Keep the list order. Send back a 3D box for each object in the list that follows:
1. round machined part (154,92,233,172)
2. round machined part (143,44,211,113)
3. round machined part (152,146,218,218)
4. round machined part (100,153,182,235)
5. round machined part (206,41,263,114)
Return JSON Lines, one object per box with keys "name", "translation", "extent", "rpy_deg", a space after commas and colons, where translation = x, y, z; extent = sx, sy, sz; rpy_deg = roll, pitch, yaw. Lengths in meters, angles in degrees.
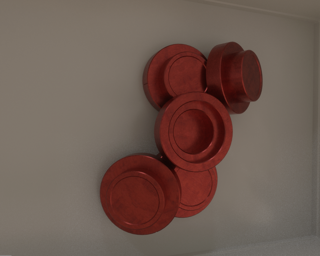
{"name": "round machined part", "translation": [0.039, 0.005, 0.392], "extent": [0.099, 0.042, 0.097], "rpy_deg": [0, 90, -21]}
{"name": "round machined part", "translation": [0.030, -0.063, 0.411], "extent": [0.099, 0.042, 0.097], "rpy_deg": [0, 90, -21]}
{"name": "round machined part", "translation": [0.035, 0.072, 0.414], "extent": [0.099, 0.042, 0.097], "rpy_deg": [0, 90, -21]}
{"name": "round machined part", "translation": [-0.025, 0.081, 0.369], "extent": [0.098, 0.042, 0.097], "rpy_deg": [1, 94, 9]}
{"name": "round machined part", "translation": [0.106, -0.068, 0.417], "extent": [0.099, 0.042, 0.097], "rpy_deg": [5, 84, -50]}
